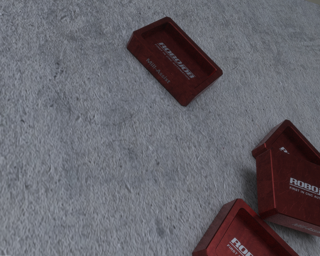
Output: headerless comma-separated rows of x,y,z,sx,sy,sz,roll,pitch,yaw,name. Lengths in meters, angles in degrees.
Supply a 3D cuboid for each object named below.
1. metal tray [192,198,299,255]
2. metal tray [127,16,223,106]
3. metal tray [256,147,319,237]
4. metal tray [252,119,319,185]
0.112,0.160,0.362,0.130,0.030,0.090,45,51,3,metal tray
0.025,-0.105,0.477,0.130,0.030,0.091,47,51,4,metal tray
0.191,0.089,0.410,0.131,0.030,0.090,20,54,-16,metal tray
0.214,0.059,0.478,0.130,0.030,0.091,49,51,6,metal tray
